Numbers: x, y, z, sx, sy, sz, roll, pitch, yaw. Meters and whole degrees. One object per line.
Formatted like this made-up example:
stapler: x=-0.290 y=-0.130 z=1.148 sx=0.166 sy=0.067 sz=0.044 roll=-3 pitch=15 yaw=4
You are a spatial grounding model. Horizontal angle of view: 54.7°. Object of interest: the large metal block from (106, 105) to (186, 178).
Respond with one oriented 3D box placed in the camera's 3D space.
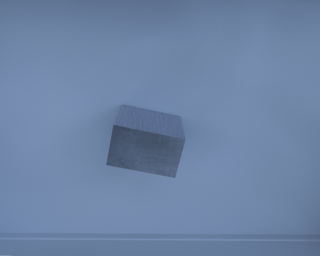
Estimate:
large metal block: x=-0.017 y=0.013 z=0.384 sx=0.081 sy=0.080 sz=0.050 roll=11 pitch=110 yaw=-5
